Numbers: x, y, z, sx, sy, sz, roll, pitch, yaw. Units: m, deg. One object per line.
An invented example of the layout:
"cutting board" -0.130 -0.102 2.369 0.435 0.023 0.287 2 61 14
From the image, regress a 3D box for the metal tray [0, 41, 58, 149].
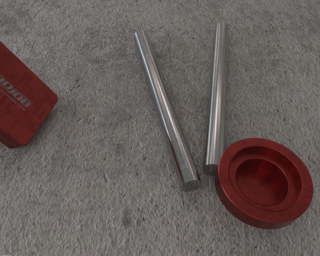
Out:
"metal tray" -0.199 -0.048 0.378 0.030 0.130 0.090 -14 41 35

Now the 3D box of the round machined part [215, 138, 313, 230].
"round machined part" 0.108 0.062 0.337 0.099 0.042 0.098 2 53 -3

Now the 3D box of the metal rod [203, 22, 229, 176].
"metal rod" 0.086 -0.064 0.457 0.025 0.025 0.300 7 50 6

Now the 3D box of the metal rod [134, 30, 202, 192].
"metal rod" 0.001 -0.047 0.442 0.025 0.025 0.300 -10 51 -9
